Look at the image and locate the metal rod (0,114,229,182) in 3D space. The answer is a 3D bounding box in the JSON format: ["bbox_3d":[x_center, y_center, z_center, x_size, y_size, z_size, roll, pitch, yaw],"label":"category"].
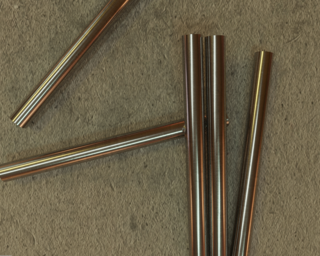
[{"bbox_3d":[-0.059,0.023,0.409,0.302,0.025,0.025,-14,90,0],"label":"metal rod"}]

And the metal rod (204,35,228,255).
[{"bbox_3d":[0.072,0.039,0.390,0.025,0.025,0.298,-2,98,0],"label":"metal rod"}]

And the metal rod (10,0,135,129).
[{"bbox_3d":[-0.090,-0.122,0.408,0.025,0.025,0.300,40,90,0],"label":"metal rod"}]

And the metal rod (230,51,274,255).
[{"bbox_3d":[0.120,0.050,0.410,0.025,0.025,0.298,7,90,0],"label":"metal rod"}]

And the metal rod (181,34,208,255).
[{"bbox_3d":[0.045,0.038,0.389,0.025,0.025,0.298,-3,98,0],"label":"metal rod"}]
